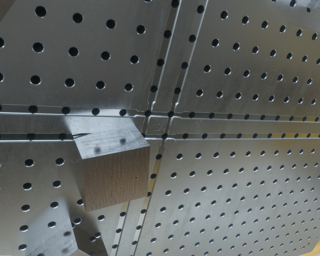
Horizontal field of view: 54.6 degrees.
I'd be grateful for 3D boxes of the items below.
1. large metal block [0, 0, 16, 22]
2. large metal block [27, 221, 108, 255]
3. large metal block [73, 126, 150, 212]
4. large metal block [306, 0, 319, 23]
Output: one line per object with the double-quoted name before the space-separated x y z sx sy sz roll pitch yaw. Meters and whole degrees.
"large metal block" -0.125 -0.127 0.228 0.050 0.080 0.080 34 100 -38
"large metal block" -0.129 0.193 0.444 0.080 0.050 0.080 -39 129 -2
"large metal block" -0.061 0.050 0.392 0.081 0.050 0.079 -10 123 -23
"large metal block" 0.265 -0.158 0.421 0.080 0.080 0.050 23 106 -37
